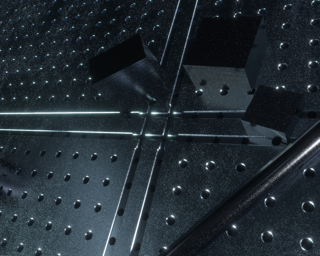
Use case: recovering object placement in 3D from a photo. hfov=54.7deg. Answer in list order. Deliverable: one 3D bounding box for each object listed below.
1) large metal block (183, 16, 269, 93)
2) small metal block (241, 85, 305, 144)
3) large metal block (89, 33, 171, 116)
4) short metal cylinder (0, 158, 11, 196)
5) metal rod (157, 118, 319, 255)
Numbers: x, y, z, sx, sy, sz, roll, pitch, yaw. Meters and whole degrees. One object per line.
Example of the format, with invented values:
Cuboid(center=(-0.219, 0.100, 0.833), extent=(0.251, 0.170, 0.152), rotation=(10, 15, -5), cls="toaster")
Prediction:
Cuboid(center=(0.088, -0.097, 0.405), extent=(0.080, 0.050, 0.080), rotation=(11, 67, 32), cls="large metal block")
Cuboid(center=(0.128, -0.017, 0.351), extent=(0.050, 0.025, 0.050), rotation=(21, 73, 35), cls="small metal block")
Cuboid(center=(-0.041, -0.072, 0.437), extent=(0.080, 0.080, 0.050), rotation=(-24, 53, 13), cls="large metal block")
Cuboid(center=(-0.288, 0.078, 0.493), extent=(0.080, 0.050, 0.080), rotation=(-13, 56, 20), cls="short metal cylinder")
Cuboid(center=(0.084, 0.075, 0.317), extent=(0.300, 0.025, 0.025), rotation=(-40, 51, 0), cls="metal rod")
